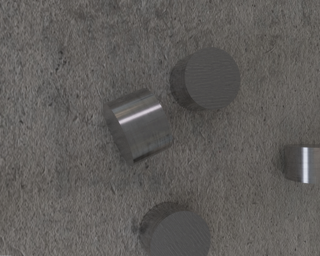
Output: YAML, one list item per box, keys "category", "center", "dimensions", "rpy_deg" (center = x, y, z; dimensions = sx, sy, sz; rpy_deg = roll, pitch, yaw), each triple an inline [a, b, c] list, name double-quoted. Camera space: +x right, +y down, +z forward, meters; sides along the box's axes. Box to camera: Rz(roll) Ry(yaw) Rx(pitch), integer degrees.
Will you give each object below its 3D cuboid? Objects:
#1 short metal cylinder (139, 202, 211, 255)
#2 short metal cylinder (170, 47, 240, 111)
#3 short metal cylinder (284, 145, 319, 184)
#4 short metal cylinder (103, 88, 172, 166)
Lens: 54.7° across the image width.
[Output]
- category: "short metal cylinder"
  center: [0.018, 0.141, 0.402]
  dimensions: [0.081, 0.050, 0.080]
  rpy_deg: [0, 90, -20]
- category: "short metal cylinder"
  center: [0.060, -0.063, 0.417]
  dimensions: [0.081, 0.050, 0.080]
  rpy_deg: [0, 90, -20]
- category: "short metal cylinder"
  center: [0.230, 0.052, 0.464]
  dimensions: [0.081, 0.080, 0.050]
  rpy_deg: [-1, 91, -20]
- category: "short metal cylinder"
  center: [-0.028, -0.001, 0.369]
  dimensions: [0.050, 0.080, 0.080]
  rpy_deg: [-25, 99, -18]
